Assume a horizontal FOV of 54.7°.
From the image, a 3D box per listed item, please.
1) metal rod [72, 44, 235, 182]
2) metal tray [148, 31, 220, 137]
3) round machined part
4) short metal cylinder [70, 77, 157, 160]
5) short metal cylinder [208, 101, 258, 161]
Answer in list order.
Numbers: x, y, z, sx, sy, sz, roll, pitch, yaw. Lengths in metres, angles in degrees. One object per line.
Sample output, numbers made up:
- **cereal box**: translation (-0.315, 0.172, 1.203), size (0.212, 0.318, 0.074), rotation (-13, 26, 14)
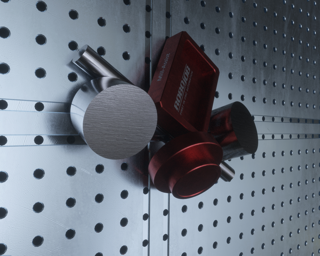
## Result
- **metal rod**: translation (0.012, -0.003, 0.419), size (0.301, 0.025, 0.025), rotation (38, 67, -33)
- **metal tray**: translation (0.034, -0.053, 0.415), size (0.090, 0.030, 0.130), rotation (39, 53, -33)
- **round machined part**: translation (0.038, 0.054, 0.395), size (0.099, 0.042, 0.097), rotation (-18, 140, -15)
- **short metal cylinder**: translation (-0.050, -0.012, 0.335), size (0.081, 0.050, 0.079), rotation (-10, 111, -27)
- **short metal cylinder**: translation (0.105, 0.006, 0.465), size (0.080, 0.050, 0.080), rotation (25, 55, -42)
